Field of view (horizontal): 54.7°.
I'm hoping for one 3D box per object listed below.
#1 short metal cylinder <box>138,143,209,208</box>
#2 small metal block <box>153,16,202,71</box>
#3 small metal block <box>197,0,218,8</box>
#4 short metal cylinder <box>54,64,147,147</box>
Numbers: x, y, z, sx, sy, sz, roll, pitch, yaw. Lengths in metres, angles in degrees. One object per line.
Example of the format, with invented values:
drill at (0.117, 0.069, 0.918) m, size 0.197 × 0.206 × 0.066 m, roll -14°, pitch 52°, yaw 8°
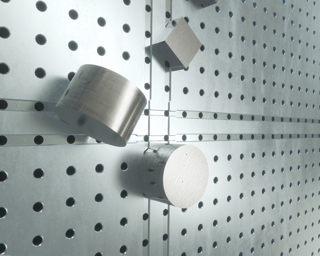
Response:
short metal cylinder at (0.019, 0.061, 0.409) m, size 0.081 × 0.050 × 0.079 m, roll 0°, pitch 90°, yaw -40°
small metal block at (0.025, -0.116, 0.430) m, size 0.050 × 0.025 × 0.050 m, roll 47°, pitch 62°, yaw -30°
small metal block at (0.068, -0.220, 0.466) m, size 0.050 × 0.025 × 0.050 m, roll 30°, pitch 71°, yaw -36°
short metal cylinder at (-0.060, -0.021, 0.323) m, size 0.080 × 0.080 × 0.050 m, roll 38°, pitch 67°, yaw -34°
